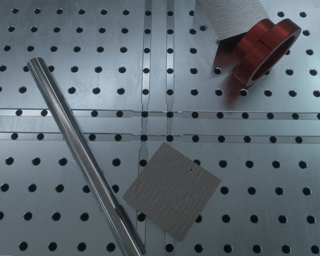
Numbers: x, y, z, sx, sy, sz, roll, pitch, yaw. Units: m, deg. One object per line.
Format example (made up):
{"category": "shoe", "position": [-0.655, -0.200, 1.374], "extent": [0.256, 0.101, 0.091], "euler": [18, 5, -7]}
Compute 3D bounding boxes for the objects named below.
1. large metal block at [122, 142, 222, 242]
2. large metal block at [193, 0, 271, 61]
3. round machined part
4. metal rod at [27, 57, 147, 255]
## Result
{"category": "large metal block", "position": [0.014, 0.077, 0.370], "extent": [0.080, 0.050, 0.080], "euler": [34, 73, 11]}
{"category": "large metal block", "position": [0.104, -0.157, 0.457], "extent": [0.080, 0.050, 0.080], "euler": [-20, 71, -7]}
{"category": "round machined part", "position": [0.134, -0.105, 0.412], "extent": [0.098, 0.098, 0.042], "euler": [-39, 75, -13]}
{"category": "metal rod", "position": [-0.102, 0.029, 0.400], "extent": [0.025, 0.025, 0.299], "euler": [-29, 73, -10]}
